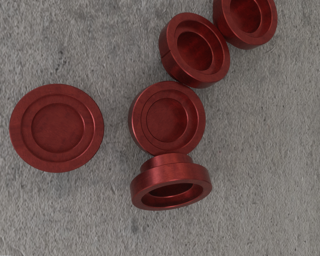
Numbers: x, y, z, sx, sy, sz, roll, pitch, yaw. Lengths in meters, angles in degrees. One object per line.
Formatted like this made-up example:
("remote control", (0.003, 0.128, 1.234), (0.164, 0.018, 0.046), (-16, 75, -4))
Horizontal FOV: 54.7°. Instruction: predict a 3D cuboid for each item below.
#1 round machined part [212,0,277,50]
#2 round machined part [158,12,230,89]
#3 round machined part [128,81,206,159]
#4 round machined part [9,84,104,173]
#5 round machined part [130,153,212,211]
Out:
("round machined part", (0.114, -0.158, 0.436), (0.099, 0.042, 0.097), (3, 83, -26))
("round machined part", (0.040, -0.096, 0.404), (0.099, 0.042, 0.098), (11, 68, -28))
("round machined part", (0.006, -0.010, 0.402), (0.099, 0.042, 0.097), (0, 90, -20))
("round machined part", (-0.117, 0.000, 0.357), (0.099, 0.042, 0.097), (0, 90, -20))
("round machined part", (0.012, 0.065, 0.384), (0.099, 0.097, 0.042), (2, 55, -20))
